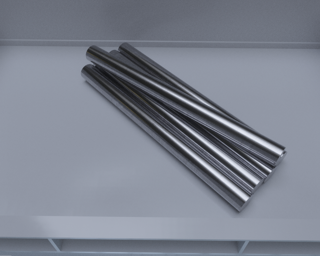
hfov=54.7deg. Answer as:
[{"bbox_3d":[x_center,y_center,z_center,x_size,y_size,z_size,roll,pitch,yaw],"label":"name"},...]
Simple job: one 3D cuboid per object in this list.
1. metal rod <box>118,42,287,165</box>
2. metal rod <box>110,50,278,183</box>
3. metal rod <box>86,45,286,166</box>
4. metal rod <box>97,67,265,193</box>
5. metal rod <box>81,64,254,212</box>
[{"bbox_3d":[0.043,-0.046,0.442,0.025,0.025,0.300,-36,59,-26],"label":"metal rod"},{"bbox_3d":[0.026,-0.030,0.429,0.025,0.025,0.300,-36,59,-26],"label":"metal rod"},{"bbox_3d":[0.016,-0.040,0.403,0.300,0.025,0.025,32,57,23],"label":"metal rod"},{"bbox_3d":[0.007,-0.018,0.419,0.025,0.025,0.300,-36,59,-26],"label":"metal rod"},{"bbox_3d":[-0.008,-0.003,0.406,0.025,0.025,0.300,-36,59,-26],"label":"metal rod"}]
